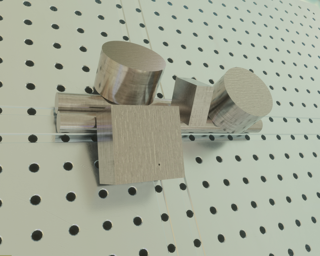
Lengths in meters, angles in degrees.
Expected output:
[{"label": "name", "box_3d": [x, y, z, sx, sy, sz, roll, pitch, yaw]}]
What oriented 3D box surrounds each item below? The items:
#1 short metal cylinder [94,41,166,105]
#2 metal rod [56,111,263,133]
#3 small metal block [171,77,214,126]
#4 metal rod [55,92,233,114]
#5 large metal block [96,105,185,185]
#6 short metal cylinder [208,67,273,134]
[{"label": "short metal cylinder", "box_3d": [-0.038, -0.069, 0.391, 0.081, 0.050, 0.080, 15, 33, -9]}, {"label": "metal rod", "box_3d": [0.020, -0.006, 0.418, 0.303, 0.025, 0.025, 0, 62, -28]}, {"label": "small metal block", "box_3d": [0.039, -0.034, 0.393, 0.025, 0.050, 0.050, 1, 19, -28]}, {"label": "metal rod", "box_3d": [0.014, -0.028, 0.428, 0.303, 0.025, 0.025, 0, 62, -28]}, {"label": "large metal block", "box_3d": [-0.023, 0.019, 0.346, 0.081, 0.050, 0.080, -1, 82, -29]}, {"label": "short metal cylinder", "box_3d": [0.110, -0.039, 0.439, 0.081, 0.050, 0.080, 14, 56, -21]}]
